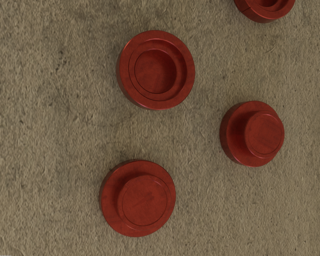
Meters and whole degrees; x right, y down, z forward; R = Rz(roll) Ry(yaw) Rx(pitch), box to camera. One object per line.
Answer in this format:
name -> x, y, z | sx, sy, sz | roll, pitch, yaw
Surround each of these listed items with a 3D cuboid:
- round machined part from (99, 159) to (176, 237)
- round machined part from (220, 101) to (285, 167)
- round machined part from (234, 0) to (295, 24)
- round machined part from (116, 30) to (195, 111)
round machined part -> -0.025, 0.089, 0.391 | 0.099, 0.042, 0.097 | 0, 90, -20
round machined part -> 0.140, 0.009, 0.452 | 0.099, 0.042, 0.097 | 0, 90, -20
round machined part -> 0.146, -0.202, 0.453 | 0.099, 0.042, 0.097 | 0, 90, -20
round machined part -> -0.008, -0.071, 0.397 | 0.099, 0.042, 0.097 | 0, 90, -20
